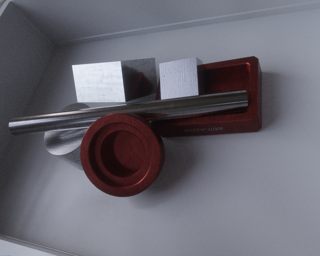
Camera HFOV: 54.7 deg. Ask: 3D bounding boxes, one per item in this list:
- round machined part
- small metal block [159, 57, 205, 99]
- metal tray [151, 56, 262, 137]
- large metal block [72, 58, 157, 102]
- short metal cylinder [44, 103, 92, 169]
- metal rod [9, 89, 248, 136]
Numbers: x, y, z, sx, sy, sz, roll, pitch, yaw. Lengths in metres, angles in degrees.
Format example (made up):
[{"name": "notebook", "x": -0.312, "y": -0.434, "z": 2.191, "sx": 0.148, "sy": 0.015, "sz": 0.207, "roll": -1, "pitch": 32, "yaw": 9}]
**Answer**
[{"name": "round machined part", "x": -0.042, "y": 0.030, "z": 0.374, "sx": 0.098, "sy": 0.042, "sz": 0.097, "roll": 1, "pitch": 95, "yaw": 13}, {"name": "small metal block", "x": 0.028, "y": -0.060, "z": 0.397, "sx": 0.050, "sy": 0.025, "sz": 0.050, "roll": -5, "pitch": 86, "yaw": 26}, {"name": "metal tray", "x": 0.059, "y": -0.037, "z": 0.391, "sx": 0.130, "sy": 0.030, "sz": 0.090, "roll": -4, "pitch": 60, "yaw": 25}, {"name": "large metal block", "x": -0.060, "y": -0.067, "z": 0.430, "sx": 0.080, "sy": 0.080, "sz": 0.050, "roll": 3, "pitch": 105, "yaw": 30}, {"name": "short metal cylinder", "x": -0.114, "y": 0.012, "z": 0.437, "sx": 0.080, "sy": 0.050, "sz": 0.080, "roll": -13, "pitch": 56, "yaw": 20}, {"name": "metal rod", "x": -0.047, "y": -0.017, "z": 0.384, "sx": 0.301, "sy": 0.025, "sz": 0.025, "roll": -6, "pitch": 59, "yaw": 12}]
